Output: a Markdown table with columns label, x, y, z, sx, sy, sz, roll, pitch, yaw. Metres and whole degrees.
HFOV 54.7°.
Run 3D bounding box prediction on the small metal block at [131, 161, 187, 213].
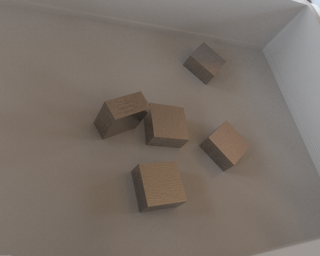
| label | x | y | z | sx | sy | sz | roll | pitch | yaw |
| --- | --- | --- | --- | --- | --- | --- | --- | --- | --- |
| small metal block | -0.002 | 0.068 | 0.363 | 0.050 | 0.025 | 0.050 | 0 | 62 | -28 |

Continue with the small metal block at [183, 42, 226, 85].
| label | x | y | z | sx | sy | sz | roll | pitch | yaw |
| --- | --- | --- | --- | --- | --- | --- | --- | --- | --- |
| small metal block | 0.074 | -0.107 | 0.510 | 0.050 | 0.025 | 0.050 | 41 | 51 | 0 |

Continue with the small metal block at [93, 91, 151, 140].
| label | x | y | z | sx | sy | sz | roll | pitch | yaw |
| --- | --- | --- | --- | --- | --- | --- | --- | --- | --- |
| small metal block | -0.046 | -0.015 | 0.374 | 0.050 | 0.050 | 0.025 | -21 | 73 | -36 |

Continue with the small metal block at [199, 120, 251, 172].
| label | x | y | z | sx | sy | sz | roll | pitch | yaw |
| --- | --- | --- | --- | --- | --- | --- | --- | --- | --- |
| small metal block | 0.092 | 0.025 | 0.440 | 0.050 | 0.025 | 0.050 | 48 | 51 | 5 |

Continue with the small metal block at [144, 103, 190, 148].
| label | x | y | z | sx | sy | sz | roll | pitch | yaw |
| --- | --- | --- | --- | --- | --- | --- | --- | --- | --- |
| small metal block | 0.007 | -0.003 | 0.411 | 0.050 | 0.025 | 0.050 | 6 | 59 | -25 |
